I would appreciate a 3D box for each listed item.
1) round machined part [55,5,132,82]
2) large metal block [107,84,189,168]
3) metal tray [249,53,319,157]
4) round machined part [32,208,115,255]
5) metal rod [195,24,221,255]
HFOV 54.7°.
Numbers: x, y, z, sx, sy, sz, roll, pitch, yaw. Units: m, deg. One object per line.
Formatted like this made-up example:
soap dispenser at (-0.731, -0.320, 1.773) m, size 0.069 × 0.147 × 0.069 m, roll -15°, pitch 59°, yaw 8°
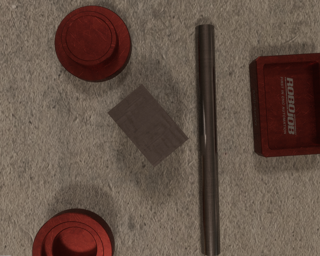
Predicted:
round machined part at (-0.087, -0.110, 0.400) m, size 0.099 × 0.042 × 0.097 m, roll 0°, pitch 90°, yaw -1°
large metal block at (-0.013, -0.003, 0.382) m, size 0.050 × 0.080 × 0.080 m, roll -40°, pitch 91°, yaw 0°
metal tray at (0.171, -0.029, 0.409) m, size 0.091 × 0.030 × 0.129 m, roll -4°, pitch 90°, yaw -1°
round machined part at (-0.108, 0.152, 0.400) m, size 0.099 × 0.042 × 0.097 m, roll 0°, pitch 90°, yaw -1°
metal rod at (0.063, 0.016, 0.410) m, size 0.025 × 0.025 × 0.298 m, roll -2°, pitch 90°, yaw -1°
